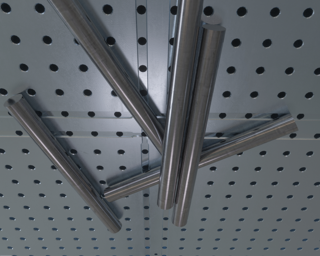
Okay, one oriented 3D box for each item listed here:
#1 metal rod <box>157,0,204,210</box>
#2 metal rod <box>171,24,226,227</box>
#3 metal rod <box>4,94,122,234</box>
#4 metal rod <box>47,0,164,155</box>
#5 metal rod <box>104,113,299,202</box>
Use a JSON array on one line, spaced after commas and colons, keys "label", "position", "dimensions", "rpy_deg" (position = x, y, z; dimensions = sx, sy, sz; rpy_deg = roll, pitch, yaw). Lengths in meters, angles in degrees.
[{"label": "metal rod", "position": [0.020, -0.013, 0.377], "dimensions": [0.025, 0.025, 0.298], "rpy_deg": [3, 123, -3]}, {"label": "metal rod", "position": [0.043, 0.020, 0.404], "dimensions": [0.025, 0.025, 0.298], "rpy_deg": [4, 123, -3]}, {"label": "metal rod", "position": [-0.131, 0.073, 0.472], "dimensions": [0.025, 0.025, 0.299], "rpy_deg": [-15, 129, 12]}, {"label": "metal rod", "position": [-0.052, -0.062, 0.357], "dimensions": [0.025, 0.025, 0.300], "rpy_deg": [-22, 127, 17]}, {"label": "metal rod", "position": [0.046, 0.050, 0.454], "dimensions": [0.300, 0.025, 0.025], "rpy_deg": [-24, 126, 19]}]
